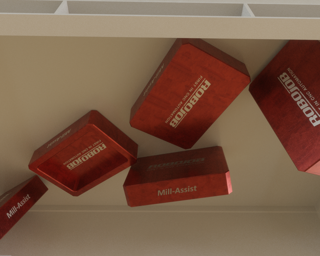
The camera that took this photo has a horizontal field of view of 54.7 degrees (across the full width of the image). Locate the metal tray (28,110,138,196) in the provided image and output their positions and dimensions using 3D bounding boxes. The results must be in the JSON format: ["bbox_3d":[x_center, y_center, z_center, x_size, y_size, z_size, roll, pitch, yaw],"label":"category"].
[{"bbox_3d":[-0.107,0.041,0.439,0.130,0.030,0.090,-32,124,24],"label":"metal tray"}]

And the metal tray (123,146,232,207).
[{"bbox_3d":[0.024,0.062,0.416,0.131,0.090,0.030,-9,106,7],"label":"metal tray"}]

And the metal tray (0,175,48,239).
[{"bbox_3d":[-0.232,0.127,0.444,0.090,0.130,0.030,-29,103,22],"label":"metal tray"}]

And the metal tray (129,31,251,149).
[{"bbox_3d":[0.032,-0.038,0.373,0.090,0.030,0.129,24,126,-19],"label":"metal tray"}]

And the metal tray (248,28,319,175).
[{"bbox_3d":[0.153,-0.029,0.314,0.030,0.130,0.089,15,130,-29],"label":"metal tray"}]
